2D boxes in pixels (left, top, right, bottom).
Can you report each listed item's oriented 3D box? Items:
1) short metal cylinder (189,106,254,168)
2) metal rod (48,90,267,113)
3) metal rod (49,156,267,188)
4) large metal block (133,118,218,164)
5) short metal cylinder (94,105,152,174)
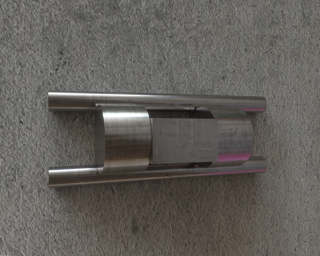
[{"bbox_3d":[0.078,0.012,0.409,0.050,0.080,0.079,-1,91,-20],"label":"short metal cylinder"},{"bbox_3d":[0.011,-0.033,0.414,0.303,0.025,0.025,-1,91,-20],"label":"metal rod"},{"bbox_3d":[0.012,0.056,0.415,0.303,0.025,0.025,-1,91,-20],"label":"metal rod"},{"bbox_3d":[0.016,0.014,0.384,0.081,0.080,0.050,0,90,-20],"label":"large metal block"},{"bbox_3d":[-0.046,0.013,0.363,0.050,0.080,0.079,-1,91,-20],"label":"short metal cylinder"}]
